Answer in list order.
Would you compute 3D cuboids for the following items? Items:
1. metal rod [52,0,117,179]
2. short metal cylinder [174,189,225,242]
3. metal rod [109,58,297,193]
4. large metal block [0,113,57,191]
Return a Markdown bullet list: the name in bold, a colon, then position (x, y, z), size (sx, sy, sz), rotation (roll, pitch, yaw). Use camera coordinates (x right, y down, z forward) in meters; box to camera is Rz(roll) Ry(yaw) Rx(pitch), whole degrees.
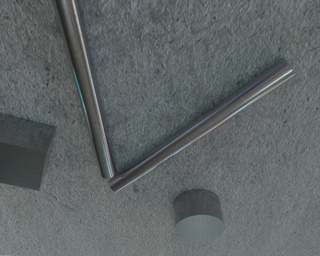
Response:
- **metal rod**: position (-0.086, -0.047, 0.365), size (0.025, 0.025, 0.298), rotation (-3, 130, 2)
- **short metal cylinder**: position (0.064, 0.147, 0.517), size (0.081, 0.050, 0.079), rotation (0, 130, 0)
- **metal rod**: position (0.039, 0.010, 0.415), size (0.299, 0.025, 0.025), rotation (-36, 122, 26)
- **large metal block**: position (-0.192, 0.032, 0.416), size (0.081, 0.050, 0.079), rotation (16, 128, -14)
